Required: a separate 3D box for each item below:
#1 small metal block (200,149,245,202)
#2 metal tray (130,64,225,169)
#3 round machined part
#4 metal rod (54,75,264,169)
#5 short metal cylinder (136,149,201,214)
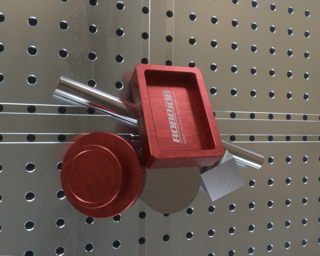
[{"bbox_3d":[0.082,0.065,0.428,0.050,0.025,0.050,-27,116,-2],"label":"small metal block"},{"bbox_3d":[0.018,-0.017,0.382,0.091,0.030,0.130,0,61,-21],"label":"metal tray"},{"bbox_3d":[-0.068,0.053,0.350,0.098,0.042,0.097,-1,85,12],"label":"round machined part"},{"bbox_3d":[0.013,-0.001,0.414,0.302,0.025,0.025,21,83,-19],"label":"metal rod"},{"bbox_3d":[0.005,0.064,0.397,0.081,0.050,0.079,0,90,-20],"label":"short metal cylinder"}]
